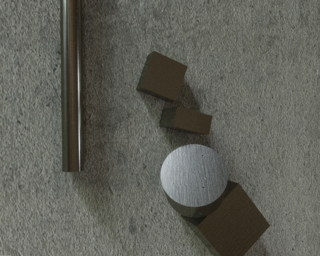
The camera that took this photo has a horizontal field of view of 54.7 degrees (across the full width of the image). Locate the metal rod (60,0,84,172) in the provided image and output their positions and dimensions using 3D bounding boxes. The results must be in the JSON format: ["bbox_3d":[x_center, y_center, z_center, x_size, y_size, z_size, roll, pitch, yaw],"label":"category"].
[{"bbox_3d":[-0.106,-0.098,0.370,0.025,0.025,0.298,-1,90,-20],"label":"metal rod"}]

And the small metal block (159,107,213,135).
[{"bbox_3d":[0.033,-0.009,0.409,0.050,0.050,0.025,13,86,-20],"label":"small metal block"}]

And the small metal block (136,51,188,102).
[{"bbox_3d":[0.002,-0.067,0.411,0.050,0.025,0.050,21,83,-19],"label":"small metal block"}]

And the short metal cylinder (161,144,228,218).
[{"bbox_3d":[0.044,0.067,0.392,0.080,0.050,0.080,-3,60,6],"label":"short metal cylinder"}]

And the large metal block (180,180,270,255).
[{"bbox_3d":[0.091,0.129,0.431,0.080,0.050,0.080,-41,104,-16],"label":"large metal block"}]
